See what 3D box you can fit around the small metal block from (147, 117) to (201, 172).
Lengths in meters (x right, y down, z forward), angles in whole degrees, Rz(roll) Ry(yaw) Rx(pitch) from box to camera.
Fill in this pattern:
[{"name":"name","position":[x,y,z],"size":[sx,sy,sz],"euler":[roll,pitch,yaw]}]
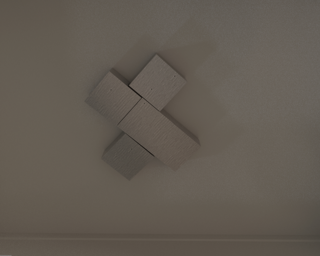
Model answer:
[{"name":"small metal block","position":[0.018,0.022,0.417],"size":[0.050,0.025,0.050],"euler":[40,105,-14]}]

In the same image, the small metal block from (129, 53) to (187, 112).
[{"name":"small metal block","position":[-0.002,-0.058,0.387],"size":[0.050,0.025,0.050],"euler":[40,104,-14]}]

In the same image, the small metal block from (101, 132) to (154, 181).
[{"name":"small metal block","position":[-0.043,0.035,0.422],"size":[0.050,0.025,0.050],"euler":[41,106,-14]}]

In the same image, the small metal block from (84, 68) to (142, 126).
[{"name":"small metal block","position":[-0.058,-0.039,0.394],"size":[0.050,0.025,0.050],"euler":[40,105,-14]}]

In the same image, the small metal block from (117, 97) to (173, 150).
[{"name":"small metal block","position":[-0.019,-0.009,0.405],"size":[0.050,0.025,0.050],"euler":[40,105,-14]}]
